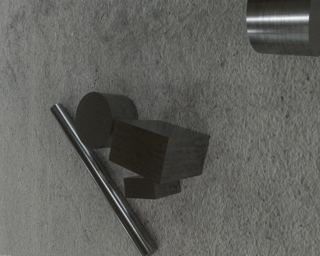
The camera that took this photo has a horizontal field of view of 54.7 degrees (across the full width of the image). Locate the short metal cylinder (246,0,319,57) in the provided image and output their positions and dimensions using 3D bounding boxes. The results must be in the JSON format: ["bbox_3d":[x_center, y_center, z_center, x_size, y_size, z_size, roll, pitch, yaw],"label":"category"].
[{"bbox_3d":[0.118,-0.105,0.271,0.050,0.081,0.079,15,100,39],"label":"short metal cylinder"}]

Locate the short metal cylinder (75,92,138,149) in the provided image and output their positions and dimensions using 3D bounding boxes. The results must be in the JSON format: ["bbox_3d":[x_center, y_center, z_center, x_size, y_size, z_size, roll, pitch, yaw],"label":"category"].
[{"bbox_3d":[-0.078,-0.011,0.451,0.080,0.050,0.079,0,90,39],"label":"short metal cylinder"}]

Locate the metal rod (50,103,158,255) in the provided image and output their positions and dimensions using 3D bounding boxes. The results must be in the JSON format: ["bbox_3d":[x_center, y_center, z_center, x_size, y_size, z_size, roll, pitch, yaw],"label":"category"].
[{"bbox_3d":[-0.098,0.067,0.483,0.300,0.025,0.025,50,119,28],"label":"metal rod"}]

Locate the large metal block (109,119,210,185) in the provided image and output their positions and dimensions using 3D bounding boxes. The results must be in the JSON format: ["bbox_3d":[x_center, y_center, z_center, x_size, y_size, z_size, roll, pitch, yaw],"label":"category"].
[{"bbox_3d":[0.000,0.024,0.368,0.080,0.081,0.050,18,102,38],"label":"large metal block"}]

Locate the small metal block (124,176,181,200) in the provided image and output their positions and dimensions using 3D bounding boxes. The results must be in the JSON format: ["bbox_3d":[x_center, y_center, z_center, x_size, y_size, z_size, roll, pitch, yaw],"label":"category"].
[{"bbox_3d":[-0.009,0.073,0.395,0.050,0.050,0.025,-8,85,39],"label":"small metal block"}]
